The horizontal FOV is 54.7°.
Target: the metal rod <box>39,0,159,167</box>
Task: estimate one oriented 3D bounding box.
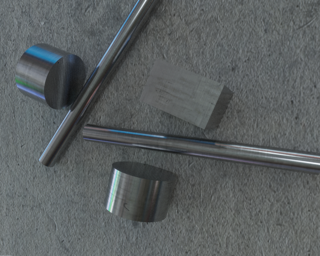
[{"bbox_3d":[-0.087,-0.068,0.439,0.025,0.025,0.299,38,102,16],"label":"metal rod"}]

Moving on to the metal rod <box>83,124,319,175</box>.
[{"bbox_3d":[0.037,0.023,0.395,0.301,0.025,0.025,7,92,19],"label":"metal rod"}]

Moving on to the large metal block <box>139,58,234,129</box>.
[{"bbox_3d":[0.035,-0.038,0.367,0.080,0.080,0.050,25,99,18],"label":"large metal block"}]

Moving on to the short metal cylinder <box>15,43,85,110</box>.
[{"bbox_3d":[-0.151,-0.072,0.433,0.050,0.080,0.080,24,98,18],"label":"short metal cylinder"}]

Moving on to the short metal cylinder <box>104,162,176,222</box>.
[{"bbox_3d":[-0.025,0.077,0.389,0.080,0.080,0.050,14,95,19],"label":"short metal cylinder"}]
